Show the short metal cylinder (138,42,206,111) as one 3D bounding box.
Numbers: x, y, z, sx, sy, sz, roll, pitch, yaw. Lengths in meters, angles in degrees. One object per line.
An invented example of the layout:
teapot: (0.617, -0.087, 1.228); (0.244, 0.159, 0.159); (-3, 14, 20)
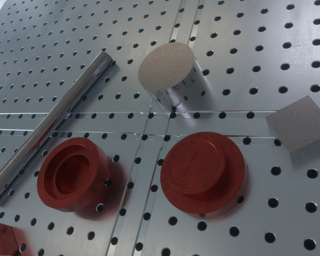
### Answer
short metal cylinder: (0.017, -0.070, 0.426); (0.080, 0.050, 0.080); (-13, 56, 21)

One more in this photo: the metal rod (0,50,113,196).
metal rod: (-0.180, -0.007, 0.507); (0.025, 0.025, 0.300); (30, 78, 37)

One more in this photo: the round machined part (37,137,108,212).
round machined part: (-0.111, 0.065, 0.416); (0.098, 0.042, 0.098); (-13, 56, 21)

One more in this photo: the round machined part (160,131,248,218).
round machined part: (0.044, 0.047, 0.345); (0.098, 0.042, 0.098); (-13, 56, 21)

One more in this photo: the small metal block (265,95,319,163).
small metal block: (0.149, 0.001, 0.329); (0.050, 0.025, 0.050); (-29, 52, 10)

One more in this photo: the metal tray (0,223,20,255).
metal tray: (-0.249, 0.202, 0.411); (0.130, 0.030, 0.090); (-43, 51, -2)
